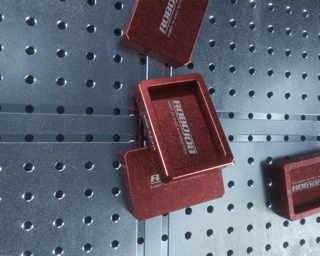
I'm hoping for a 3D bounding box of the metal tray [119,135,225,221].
[{"bbox_3d":[0.019,0.062,0.418,0.131,0.030,0.089,-11,94,-20],"label":"metal tray"}]

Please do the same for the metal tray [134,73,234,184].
[{"bbox_3d":[0.029,-0.003,0.396,0.091,0.030,0.129,-11,72,-20],"label":"metal tray"}]

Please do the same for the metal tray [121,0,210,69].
[{"bbox_3d":[0.012,-0.157,0.415,0.091,0.030,0.129,21,83,-19],"label":"metal tray"}]

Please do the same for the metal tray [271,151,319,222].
[{"bbox_3d":[0.247,0.089,0.503,0.131,0.030,0.089,-9,93,-20],"label":"metal tray"}]
